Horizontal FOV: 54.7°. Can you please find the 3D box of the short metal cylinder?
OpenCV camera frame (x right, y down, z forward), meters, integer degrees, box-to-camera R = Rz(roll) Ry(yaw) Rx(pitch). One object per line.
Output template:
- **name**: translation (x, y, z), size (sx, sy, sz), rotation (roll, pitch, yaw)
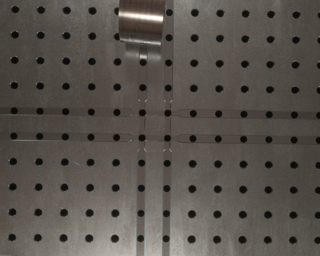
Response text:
- **short metal cylinder**: translation (-0.020, -0.145, 0.386), size (0.050, 0.080, 0.079), rotation (6, 90, 0)
